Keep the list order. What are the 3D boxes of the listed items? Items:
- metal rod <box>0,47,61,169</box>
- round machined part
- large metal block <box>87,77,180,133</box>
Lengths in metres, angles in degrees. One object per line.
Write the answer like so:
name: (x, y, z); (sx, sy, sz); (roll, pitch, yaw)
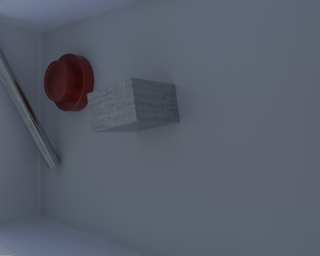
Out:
metal rod: (-0.249, -0.065, 0.529); (0.025, 0.025, 0.299); (-11, 109, 39)
round machined part: (-0.160, -0.077, 0.524); (0.098, 0.042, 0.097); (0, 90, 39)
large metal block: (-0.033, -0.025, 0.396); (0.080, 0.081, 0.050); (-12, 83, 39)
